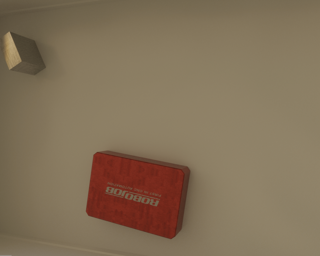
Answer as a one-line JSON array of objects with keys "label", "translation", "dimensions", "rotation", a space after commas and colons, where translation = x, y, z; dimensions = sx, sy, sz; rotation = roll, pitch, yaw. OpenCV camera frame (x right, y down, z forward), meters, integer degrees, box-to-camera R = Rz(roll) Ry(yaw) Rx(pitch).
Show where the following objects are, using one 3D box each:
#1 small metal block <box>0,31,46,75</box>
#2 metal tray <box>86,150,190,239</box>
[{"label": "small metal block", "translation": [-0.208, -0.111, 0.469], "dimensions": [0.025, 0.050, 0.050], "rotation": [-28, 81, 18]}, {"label": "metal tray", "translation": [-0.031, 0.086, 0.418], "dimensions": [0.130, 0.030, 0.089], "rotation": [9, 93, 19]}]
